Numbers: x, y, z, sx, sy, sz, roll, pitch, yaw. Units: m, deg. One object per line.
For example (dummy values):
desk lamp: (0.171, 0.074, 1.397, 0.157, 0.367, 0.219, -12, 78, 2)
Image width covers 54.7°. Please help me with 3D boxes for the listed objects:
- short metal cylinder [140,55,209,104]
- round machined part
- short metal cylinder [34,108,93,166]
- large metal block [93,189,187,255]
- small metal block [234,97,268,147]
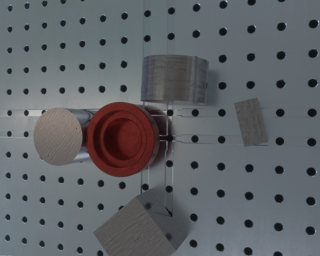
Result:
short metal cylinder: (0.018, -0.056, 0.377, 0.080, 0.080, 0.050, 4, 92, 20)
round machined part: (-0.046, 0.015, 0.419, 0.098, 0.042, 0.097, 0, 90, 19)
short metal cylinder: (-0.131, 0.012, 0.446, 0.080, 0.050, 0.079, 0, 90, 20)
large metal block: (-0.026, 0.141, 0.408, 0.080, 0.050, 0.080, -42, 77, 15)
small metal block: (0.108, -0.006, 0.361, 0.025, 0.050, 0.050, -14, 86, 19)
